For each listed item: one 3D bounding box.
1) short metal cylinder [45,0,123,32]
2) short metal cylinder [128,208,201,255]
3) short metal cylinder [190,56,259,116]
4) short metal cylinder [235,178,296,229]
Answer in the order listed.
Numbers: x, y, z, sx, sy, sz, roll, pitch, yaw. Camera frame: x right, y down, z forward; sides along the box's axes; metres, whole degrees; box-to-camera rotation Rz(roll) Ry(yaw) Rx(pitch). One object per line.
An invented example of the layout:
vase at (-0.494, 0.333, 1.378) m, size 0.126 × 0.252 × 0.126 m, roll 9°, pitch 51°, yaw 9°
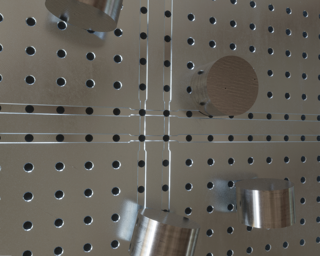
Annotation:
short metal cylinder at (-0.083, -0.151, 0.353) m, size 0.081 × 0.080 × 0.050 m, roll 14°, pitch 85°, yaw -20°
short metal cylinder at (0.006, 0.137, 0.387) m, size 0.081 × 0.080 × 0.050 m, roll 16°, pitch 85°, yaw -20°
short metal cylinder at (0.089, -0.056, 0.433) m, size 0.081 × 0.050 × 0.079 m, roll 0°, pitch 90°, yaw -20°
short metal cylinder at (0.149, 0.104, 0.440) m, size 0.081 × 0.080 × 0.050 m, roll -4°, pitch 92°, yaw -20°
